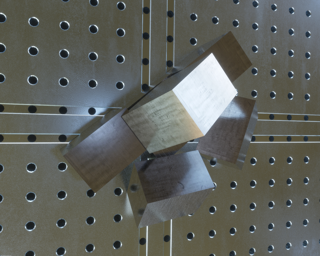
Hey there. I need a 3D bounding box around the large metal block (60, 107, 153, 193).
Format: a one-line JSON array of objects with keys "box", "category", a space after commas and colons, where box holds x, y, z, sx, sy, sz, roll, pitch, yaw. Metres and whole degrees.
[{"box": [-0.065, 0.022, 0.358, 0.080, 0.080, 0.050, -40, 103, -16], "category": "large metal block"}]

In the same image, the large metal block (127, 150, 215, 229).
[{"box": [0.009, 0.076, 0.379, 0.081, 0.080, 0.050, -9, 57, -20], "category": "large metal block"}]

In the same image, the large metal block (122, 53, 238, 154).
[{"box": [0.021, -0.025, 0.324, 0.050, 0.080, 0.080, 54, 49, -12], "category": "large metal block"}]

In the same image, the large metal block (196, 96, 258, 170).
[{"box": [0.091, 0.007, 0.409, 0.050, 0.080, 0.080, 17, 83, 22], "category": "large metal block"}]

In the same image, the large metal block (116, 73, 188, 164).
[{"box": [0.000, -0.011, 0.400, 0.080, 0.050, 0.080, -41, 103, -15], "category": "large metal block"}]

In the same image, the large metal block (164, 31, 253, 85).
[{"box": [0.056, -0.073, 0.404, 0.080, 0.080, 0.050, -41, 104, -15], "category": "large metal block"}]
